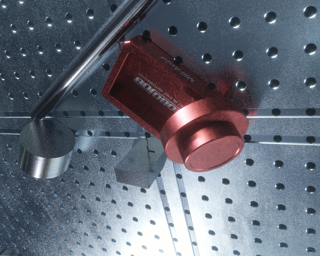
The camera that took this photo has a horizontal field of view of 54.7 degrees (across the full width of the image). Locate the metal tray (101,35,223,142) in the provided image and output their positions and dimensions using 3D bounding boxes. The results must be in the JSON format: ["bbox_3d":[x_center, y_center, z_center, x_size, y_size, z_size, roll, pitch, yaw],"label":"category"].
[{"bbox_3d":[0.000,-0.039,0.382,0.130,0.030,0.089,37,129,2],"label":"metal tray"}]

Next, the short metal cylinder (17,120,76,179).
[{"bbox_3d":[-0.179,0.033,0.488,0.080,0.080,0.050,33,128,6],"label":"short metal cylinder"}]

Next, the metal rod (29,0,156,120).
[{"bbox_3d":[-0.100,-0.087,0.407,0.299,0.025,0.025,-33,100,38],"label":"metal rod"}]

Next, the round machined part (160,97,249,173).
[{"bbox_3d":[0.053,0.014,0.344,0.097,0.099,0.042,-54,43,39],"label":"round machined part"}]

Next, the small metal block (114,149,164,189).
[{"bbox_3d":[-0.029,0.057,0.444,0.050,0.050,0.025,8,122,24],"label":"small metal block"}]
